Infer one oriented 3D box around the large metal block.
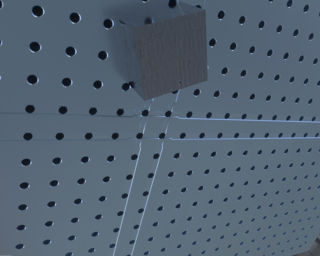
[{"bbox_3d":[0.004,-0.087,0.345,0.081,0.050,0.079,-20,126,-17],"label":"large metal block"}]
